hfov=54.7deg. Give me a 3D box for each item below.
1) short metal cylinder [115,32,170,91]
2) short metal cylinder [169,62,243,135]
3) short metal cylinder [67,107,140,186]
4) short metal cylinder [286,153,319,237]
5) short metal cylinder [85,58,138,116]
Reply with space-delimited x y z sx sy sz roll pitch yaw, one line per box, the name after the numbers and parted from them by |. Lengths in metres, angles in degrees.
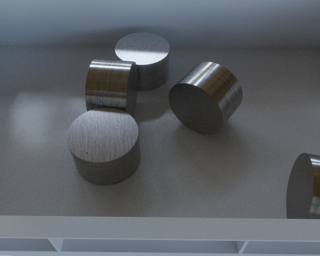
-0.026 -0.102 0.475 0.080 0.050 0.080 0 50 0 | short metal cylinder
0.058 -0.038 0.401 0.080 0.080 0.050 29 56 22 | short metal cylinder
-0.065 0.021 0.370 0.080 0.050 0.080 0 50 0 | short metal cylinder
0.166 0.069 0.313 0.050 0.080 0.080 10 51 8 | short metal cylinder
-0.061 -0.050 0.411 0.050 0.080 0.080 5 50 4 | short metal cylinder
